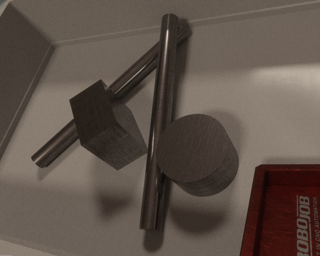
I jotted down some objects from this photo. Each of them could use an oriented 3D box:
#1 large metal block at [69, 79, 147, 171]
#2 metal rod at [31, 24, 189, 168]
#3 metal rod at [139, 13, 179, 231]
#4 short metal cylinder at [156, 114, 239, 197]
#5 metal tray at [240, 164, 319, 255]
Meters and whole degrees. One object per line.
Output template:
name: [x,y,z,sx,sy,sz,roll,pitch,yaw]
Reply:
large metal block: [-0.066,-0.003,0.405,0.050,0.080,0.080,-32,52,7]
metal rod: [-0.075,-0.050,0.473,0.300,0.025,0.025,-43,51,-2]
metal rod: [0.002,-0.024,0.401,0.025,0.025,0.299,-6,64,25]
short metal cylinder: [0.043,0.031,0.347,0.080,0.050,0.080,-13,56,20]
metal tray: [0.119,0.078,0.248,0.090,0.030,0.131,-3,27,25]
